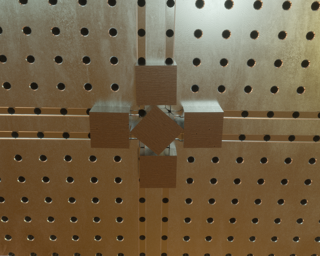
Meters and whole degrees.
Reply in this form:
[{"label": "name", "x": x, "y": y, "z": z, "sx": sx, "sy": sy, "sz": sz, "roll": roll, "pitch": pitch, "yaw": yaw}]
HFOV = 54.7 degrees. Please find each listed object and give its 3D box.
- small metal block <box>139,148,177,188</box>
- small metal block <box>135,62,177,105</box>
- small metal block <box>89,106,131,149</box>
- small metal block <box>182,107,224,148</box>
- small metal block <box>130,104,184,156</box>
[{"label": "small metal block", "x": -0.003, "y": 0.056, "z": 0.434, "sx": 0.050, "sy": 0.025, "sz": 0.050, "roll": 0, "pitch": 110, "yaw": -1}, {"label": "small metal block", "x": -0.005, "y": -0.056, "z": 0.393, "sx": 0.050, "sy": 0.025, "sz": 0.050, "roll": -1, "pitch": 110, "yaw": -1}, {"label": "small metal block", "x": -0.065, "y": -0.001, "z": 0.412, "sx": 0.050, "sy": 0.025, "sz": 0.050, "roll": 1, "pitch": 110, "yaw": -1}, {"label": "small metal block", "x": 0.056, "y": -0.001, "z": 0.414, "sx": 0.050, "sy": 0.025, "sz": 0.050, "roll": 0, "pitch": 110, "yaw": -1}, {"label": "small metal block", "x": -0.004, "y": 0.000, "z": 0.413, "sx": 0.050, "sy": 0.025, "sz": 0.050, "roll": 40, "pitch": 105, "yaw": -14}]
